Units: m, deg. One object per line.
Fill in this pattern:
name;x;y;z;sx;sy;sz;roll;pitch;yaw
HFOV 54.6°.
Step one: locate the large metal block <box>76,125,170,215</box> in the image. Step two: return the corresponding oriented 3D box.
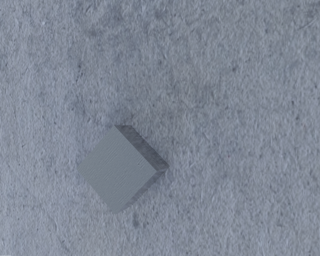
large metal block;-0.048;0.053;0.413;0.080;0.050;0.080;46;104;14
